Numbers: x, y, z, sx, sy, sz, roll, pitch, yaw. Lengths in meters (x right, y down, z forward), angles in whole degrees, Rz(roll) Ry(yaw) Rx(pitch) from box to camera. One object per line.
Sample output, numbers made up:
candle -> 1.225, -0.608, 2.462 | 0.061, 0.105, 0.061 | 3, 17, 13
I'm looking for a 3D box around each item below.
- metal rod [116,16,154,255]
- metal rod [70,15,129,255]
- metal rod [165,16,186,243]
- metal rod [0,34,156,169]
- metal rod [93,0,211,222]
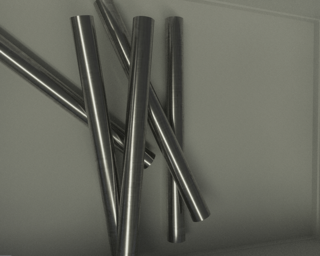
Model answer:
metal rod -> -0.030, 0.022, 0.363 | 0.025, 0.025, 0.298 | 4, 90, -20
metal rod -> -0.066, 0.026, 0.364 | 0.025, 0.025, 0.298 | -12, 103, -20
metal rod -> 0.021, 0.002, 0.419 | 0.025, 0.025, 0.298 | -1, 90, -20
metal rod -> -0.126, -0.047, 0.364 | 0.301, 0.025, 0.025 | 39, 77, -16
metal rod -> -0.009, -0.022, 0.390 | 0.025, 0.025, 0.299 | -25, 92, -19
